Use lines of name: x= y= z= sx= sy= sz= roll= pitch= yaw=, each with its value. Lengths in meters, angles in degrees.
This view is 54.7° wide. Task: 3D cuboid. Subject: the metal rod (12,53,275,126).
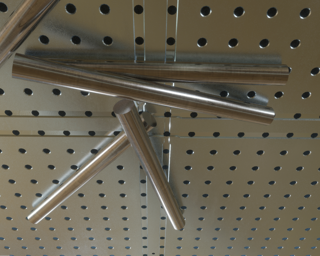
metal rod: x=-0.001 y=-0.038 z=0.352 sx=0.302 sy=0.025 sz=0.025 roll=9 pitch=130 yaw=-19

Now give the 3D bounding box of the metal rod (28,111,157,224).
metal rod: x=-0.116 y=0.072 z=0.471 sx=0.025 sy=0.025 sz=0.299 roll=36 pitch=121 yaw=-27

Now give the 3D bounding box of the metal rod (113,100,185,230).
metal rod: x=-0.004 y=0.074 z=0.453 sx=0.025 sy=0.025 sz=0.299 roll=-11 pitch=136 yaw=9

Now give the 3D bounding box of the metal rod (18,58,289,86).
metal rod: x=-0.006 y=-0.065 z=0.356 sx=0.302 sy=0.025 sz=0.025 roll=1 pitch=130 yaw=-2

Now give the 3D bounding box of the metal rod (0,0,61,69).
metal rod: x=-0.106 y=-0.132 z=0.297 sx=0.299 sy=0.025 sz=0.025 roll=-35 pitch=122 yaw=25
